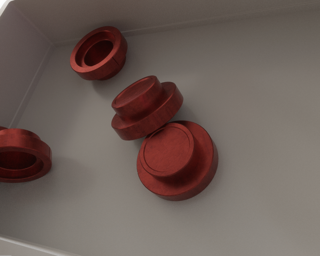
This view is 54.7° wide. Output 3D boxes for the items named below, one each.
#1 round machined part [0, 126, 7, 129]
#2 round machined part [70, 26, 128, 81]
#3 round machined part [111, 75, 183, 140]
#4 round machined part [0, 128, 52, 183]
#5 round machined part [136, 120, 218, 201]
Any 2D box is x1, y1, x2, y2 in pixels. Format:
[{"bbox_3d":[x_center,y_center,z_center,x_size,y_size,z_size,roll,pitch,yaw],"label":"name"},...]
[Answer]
[{"bbox_3d":[-0.269,0.040,0.468,0.042,0.098,0.098,16,69,11],"label":"round machined part"},{"bbox_3d":[-0.096,-0.118,0.516,0.098,0.042,0.098,-13,56,20],"label":"round machined part"},{"bbox_3d":[-0.023,-0.032,0.399,0.098,0.042,0.098,-28,25,14],"label":"round machined part"},{"bbox_3d":[-0.207,0.037,0.442,0.098,0.098,0.042,-24,54,13],"label":"round machined part"},{"bbox_3d":[0.015,0.033,0.366,0.098,0.042,0.098,-13,56,20],"label":"round machined part"}]
